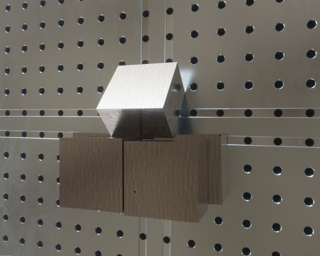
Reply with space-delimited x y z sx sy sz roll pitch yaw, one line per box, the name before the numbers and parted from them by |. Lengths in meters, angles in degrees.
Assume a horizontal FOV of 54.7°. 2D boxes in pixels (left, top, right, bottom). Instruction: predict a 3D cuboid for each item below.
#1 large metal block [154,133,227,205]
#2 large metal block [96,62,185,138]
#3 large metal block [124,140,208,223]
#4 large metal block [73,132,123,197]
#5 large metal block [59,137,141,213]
large metal block | 0.040 0.047 0.384 0.080 0.050 0.079 -1 90 19
large metal block | -0.020 -0.035 0.384 0.080 0.050 0.080 1 48 19
large metal block | 0.008 0.053 0.341 0.080 0.050 0.079 0 90 19
large metal block | -0.071 0.047 0.424 0.080 0.050 0.079 2 91 19
large metal block | -0.069 0.051 0.366 0.080 0.050 0.079 0 90 19
